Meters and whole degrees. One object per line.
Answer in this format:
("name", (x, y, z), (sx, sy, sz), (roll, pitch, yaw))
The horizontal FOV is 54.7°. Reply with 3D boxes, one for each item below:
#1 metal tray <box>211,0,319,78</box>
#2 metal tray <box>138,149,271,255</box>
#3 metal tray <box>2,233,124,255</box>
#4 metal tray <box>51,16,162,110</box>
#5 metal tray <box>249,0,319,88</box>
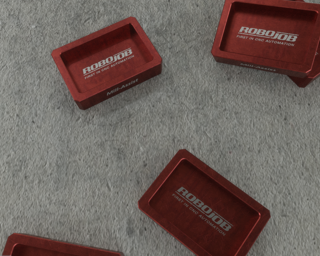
("metal tray", (0.145, -0.126, 0.422), (0.130, 0.030, 0.090), (16, 90, 19))
("metal tray", (0.051, 0.098, 0.369), (0.130, 0.030, 0.090), (36, 74, 12))
("metal tray", (-0.112, 0.173, 0.341), (0.131, 0.030, 0.090), (10, 70, 3))
("metal tray", (-0.073, -0.093, 0.438), (0.131, 0.030, 0.090), (-27, 72, -10))
("metal tray", (0.199, -0.133, 0.455), (0.090, 0.030, 0.130), (-35, 74, -12))
